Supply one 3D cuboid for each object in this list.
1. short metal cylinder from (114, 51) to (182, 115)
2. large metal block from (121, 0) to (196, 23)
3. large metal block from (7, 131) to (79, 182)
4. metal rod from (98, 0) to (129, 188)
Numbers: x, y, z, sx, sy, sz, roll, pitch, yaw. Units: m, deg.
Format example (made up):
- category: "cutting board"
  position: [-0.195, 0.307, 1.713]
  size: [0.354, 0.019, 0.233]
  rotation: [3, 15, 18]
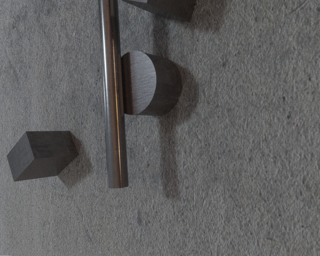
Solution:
- category: "short metal cylinder"
  position: [-0.019, -0.056, 0.404]
  size: [0.080, 0.050, 0.080]
  rotation: [0, 90, 40]
- category: "large metal block"
  position: [0.005, -0.179, 0.365]
  size: [0.050, 0.081, 0.079]
  rotation: [26, 106, 37]
- category: "large metal block"
  position: [-0.204, 0.047, 0.537]
  size: [0.080, 0.081, 0.050]
  rotation: [-40, 66, 33]
- category: "metal rod"
  position: [-0.061, -0.076, 0.389]
  size: [0.025, 0.025, 0.298]
  rotation: [-6, 86, 40]
